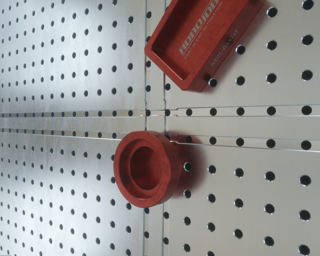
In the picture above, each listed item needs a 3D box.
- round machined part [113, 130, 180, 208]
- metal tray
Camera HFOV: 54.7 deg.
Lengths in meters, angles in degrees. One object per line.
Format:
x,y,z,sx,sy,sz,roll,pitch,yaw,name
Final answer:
-0.013,0.052,0.407,0.098,0.042,0.097,0,90,39,round machined part
0.045,-0.119,0.366,0.090,0.030,0.129,49,119,28,metal tray
